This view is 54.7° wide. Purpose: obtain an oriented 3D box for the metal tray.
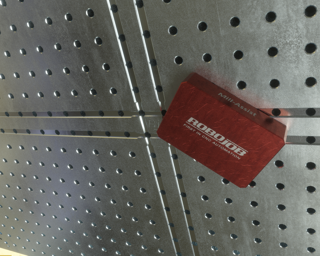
[{"bbox_3d":[0.070,0.005,0.373,0.130,0.030,0.089,32,128,7],"label":"metal tray"}]
